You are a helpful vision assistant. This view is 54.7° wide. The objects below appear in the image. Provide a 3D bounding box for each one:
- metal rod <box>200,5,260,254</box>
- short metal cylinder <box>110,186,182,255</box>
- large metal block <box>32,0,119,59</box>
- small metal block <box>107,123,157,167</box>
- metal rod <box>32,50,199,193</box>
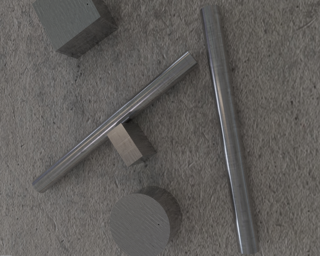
[{"bbox_3d":[0.084,-0.001,0.379,0.025,0.025,0.298,-10,87,19],"label":"metal rod"},{"bbox_3d":[-0.017,0.120,0.402,0.080,0.050,0.080,0,90,20],"label":"short metal cylinder"},{"bbox_3d":[-0.119,-0.158,0.438,0.080,0.050,0.080,-31,80,17],"label":"large metal block"},{"bbox_3d":[-0.036,0.021,0.408,0.025,0.050,0.050,-38,78,16],"label":"small metal block"},{"bbox_3d":[-0.071,0.000,0.433,0.300,0.025,0.025,-38,78,15],"label":"metal rod"}]
